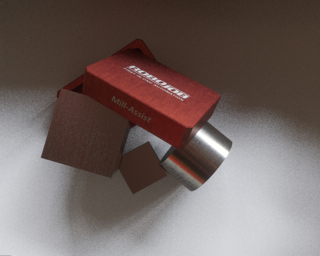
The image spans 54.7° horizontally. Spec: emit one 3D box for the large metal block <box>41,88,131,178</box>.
[{"bbox_3d":[-0.081,0.006,0.364,0.080,0.050,0.080,16,90,-1],"label":"large metal block"}]

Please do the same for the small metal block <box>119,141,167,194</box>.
[{"bbox_3d":[-0.025,0.051,0.410,0.050,0.025,0.050,-29,90,-1],"label":"small metal block"}]

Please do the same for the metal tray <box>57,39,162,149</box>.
[{"bbox_3d":[-0.054,-0.043,0.406,0.130,0.030,0.090,-34,90,-1],"label":"metal tray"}]

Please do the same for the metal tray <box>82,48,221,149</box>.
[{"bbox_3d":[-0.008,-0.039,0.348,0.130,0.090,0.030,30,128,14],"label":"metal tray"}]

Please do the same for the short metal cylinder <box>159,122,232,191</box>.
[{"bbox_3d":[0.043,0.031,0.384,0.050,0.080,0.080,39,90,-1],"label":"short metal cylinder"}]
